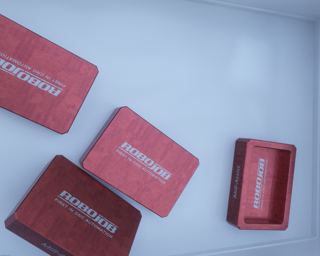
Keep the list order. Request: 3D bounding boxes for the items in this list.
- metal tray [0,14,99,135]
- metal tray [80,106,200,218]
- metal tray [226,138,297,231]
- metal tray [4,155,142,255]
[{"bbox_3d":[-0.149,-0.059,0.353,0.131,0.030,0.090,27,81,-18],"label":"metal tray"},{"bbox_3d":[-0.024,0.044,0.400,0.130,0.030,0.090,37,78,-17],"label":"metal tray"},{"bbox_3d":[0.154,0.084,0.466,0.091,0.030,0.129,8,87,-20],"label":"metal tray"},{"bbox_3d":[-0.089,0.102,0.349,0.130,0.030,0.090,40,38,-16],"label":"metal tray"}]
